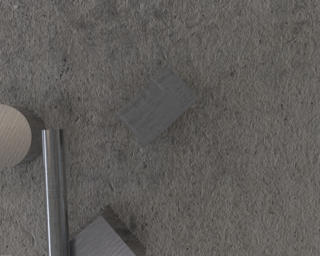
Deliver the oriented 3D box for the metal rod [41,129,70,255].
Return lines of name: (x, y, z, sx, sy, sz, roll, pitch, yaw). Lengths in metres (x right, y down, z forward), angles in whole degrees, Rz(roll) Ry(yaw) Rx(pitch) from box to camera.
metal rod: (-0.117, 0.151, 0.359, 0.025, 0.025, 0.298, -3, 90, 0)

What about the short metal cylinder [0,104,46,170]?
short metal cylinder: (-0.194, 0.011, 0.396, 0.081, 0.050, 0.080, 0, 90, 0)

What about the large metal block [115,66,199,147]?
large metal block: (-0.003, -0.024, 0.383, 0.080, 0.080, 0.050, -43, 90, 0)

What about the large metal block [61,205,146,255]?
large metal block: (-0.076, 0.160, 0.397, 0.080, 0.050, 0.080, -40, 90, 0)
